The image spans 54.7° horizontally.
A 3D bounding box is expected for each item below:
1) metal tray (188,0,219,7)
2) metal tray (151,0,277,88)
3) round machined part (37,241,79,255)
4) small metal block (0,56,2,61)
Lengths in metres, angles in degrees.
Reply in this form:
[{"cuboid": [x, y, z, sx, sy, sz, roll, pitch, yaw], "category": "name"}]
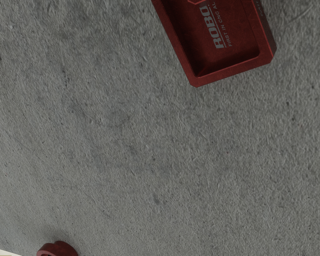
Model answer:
[{"cuboid": [0.047, -0.175, 0.243, 0.090, 0.030, 0.129, -17, 100, 20], "category": "metal tray"}, {"cuboid": [0.049, -0.114, 0.306, 0.090, 0.030, 0.130, -16, 111, 34], "category": "metal tray"}, {"cuboid": [-0.221, 0.291, 0.689, 0.098, 0.042, 0.097, 13, 124, 20], "category": "round machined part"}, {"cuboid": [-0.281, -0.121, 0.477, 0.050, 0.025, 0.050, -5, 116, 30], "category": "small metal block"}]
